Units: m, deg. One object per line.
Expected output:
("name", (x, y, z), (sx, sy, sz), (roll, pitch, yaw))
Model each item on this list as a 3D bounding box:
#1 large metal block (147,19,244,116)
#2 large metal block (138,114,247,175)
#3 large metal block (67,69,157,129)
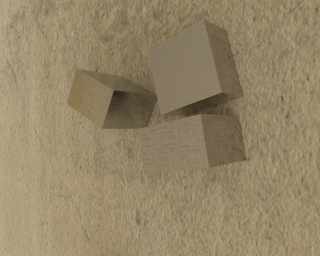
("large metal block", (0.039, -0.063, 0.355), (0.080, 0.050, 0.080), (-19, 78, 38))
("large metal block", (0.036, 0.018, 0.338), (0.080, 0.081, 0.050), (-13, 82, 39))
("large metal block", (-0.064, -0.038, 0.420), (0.080, 0.081, 0.050), (31, 110, 35))
